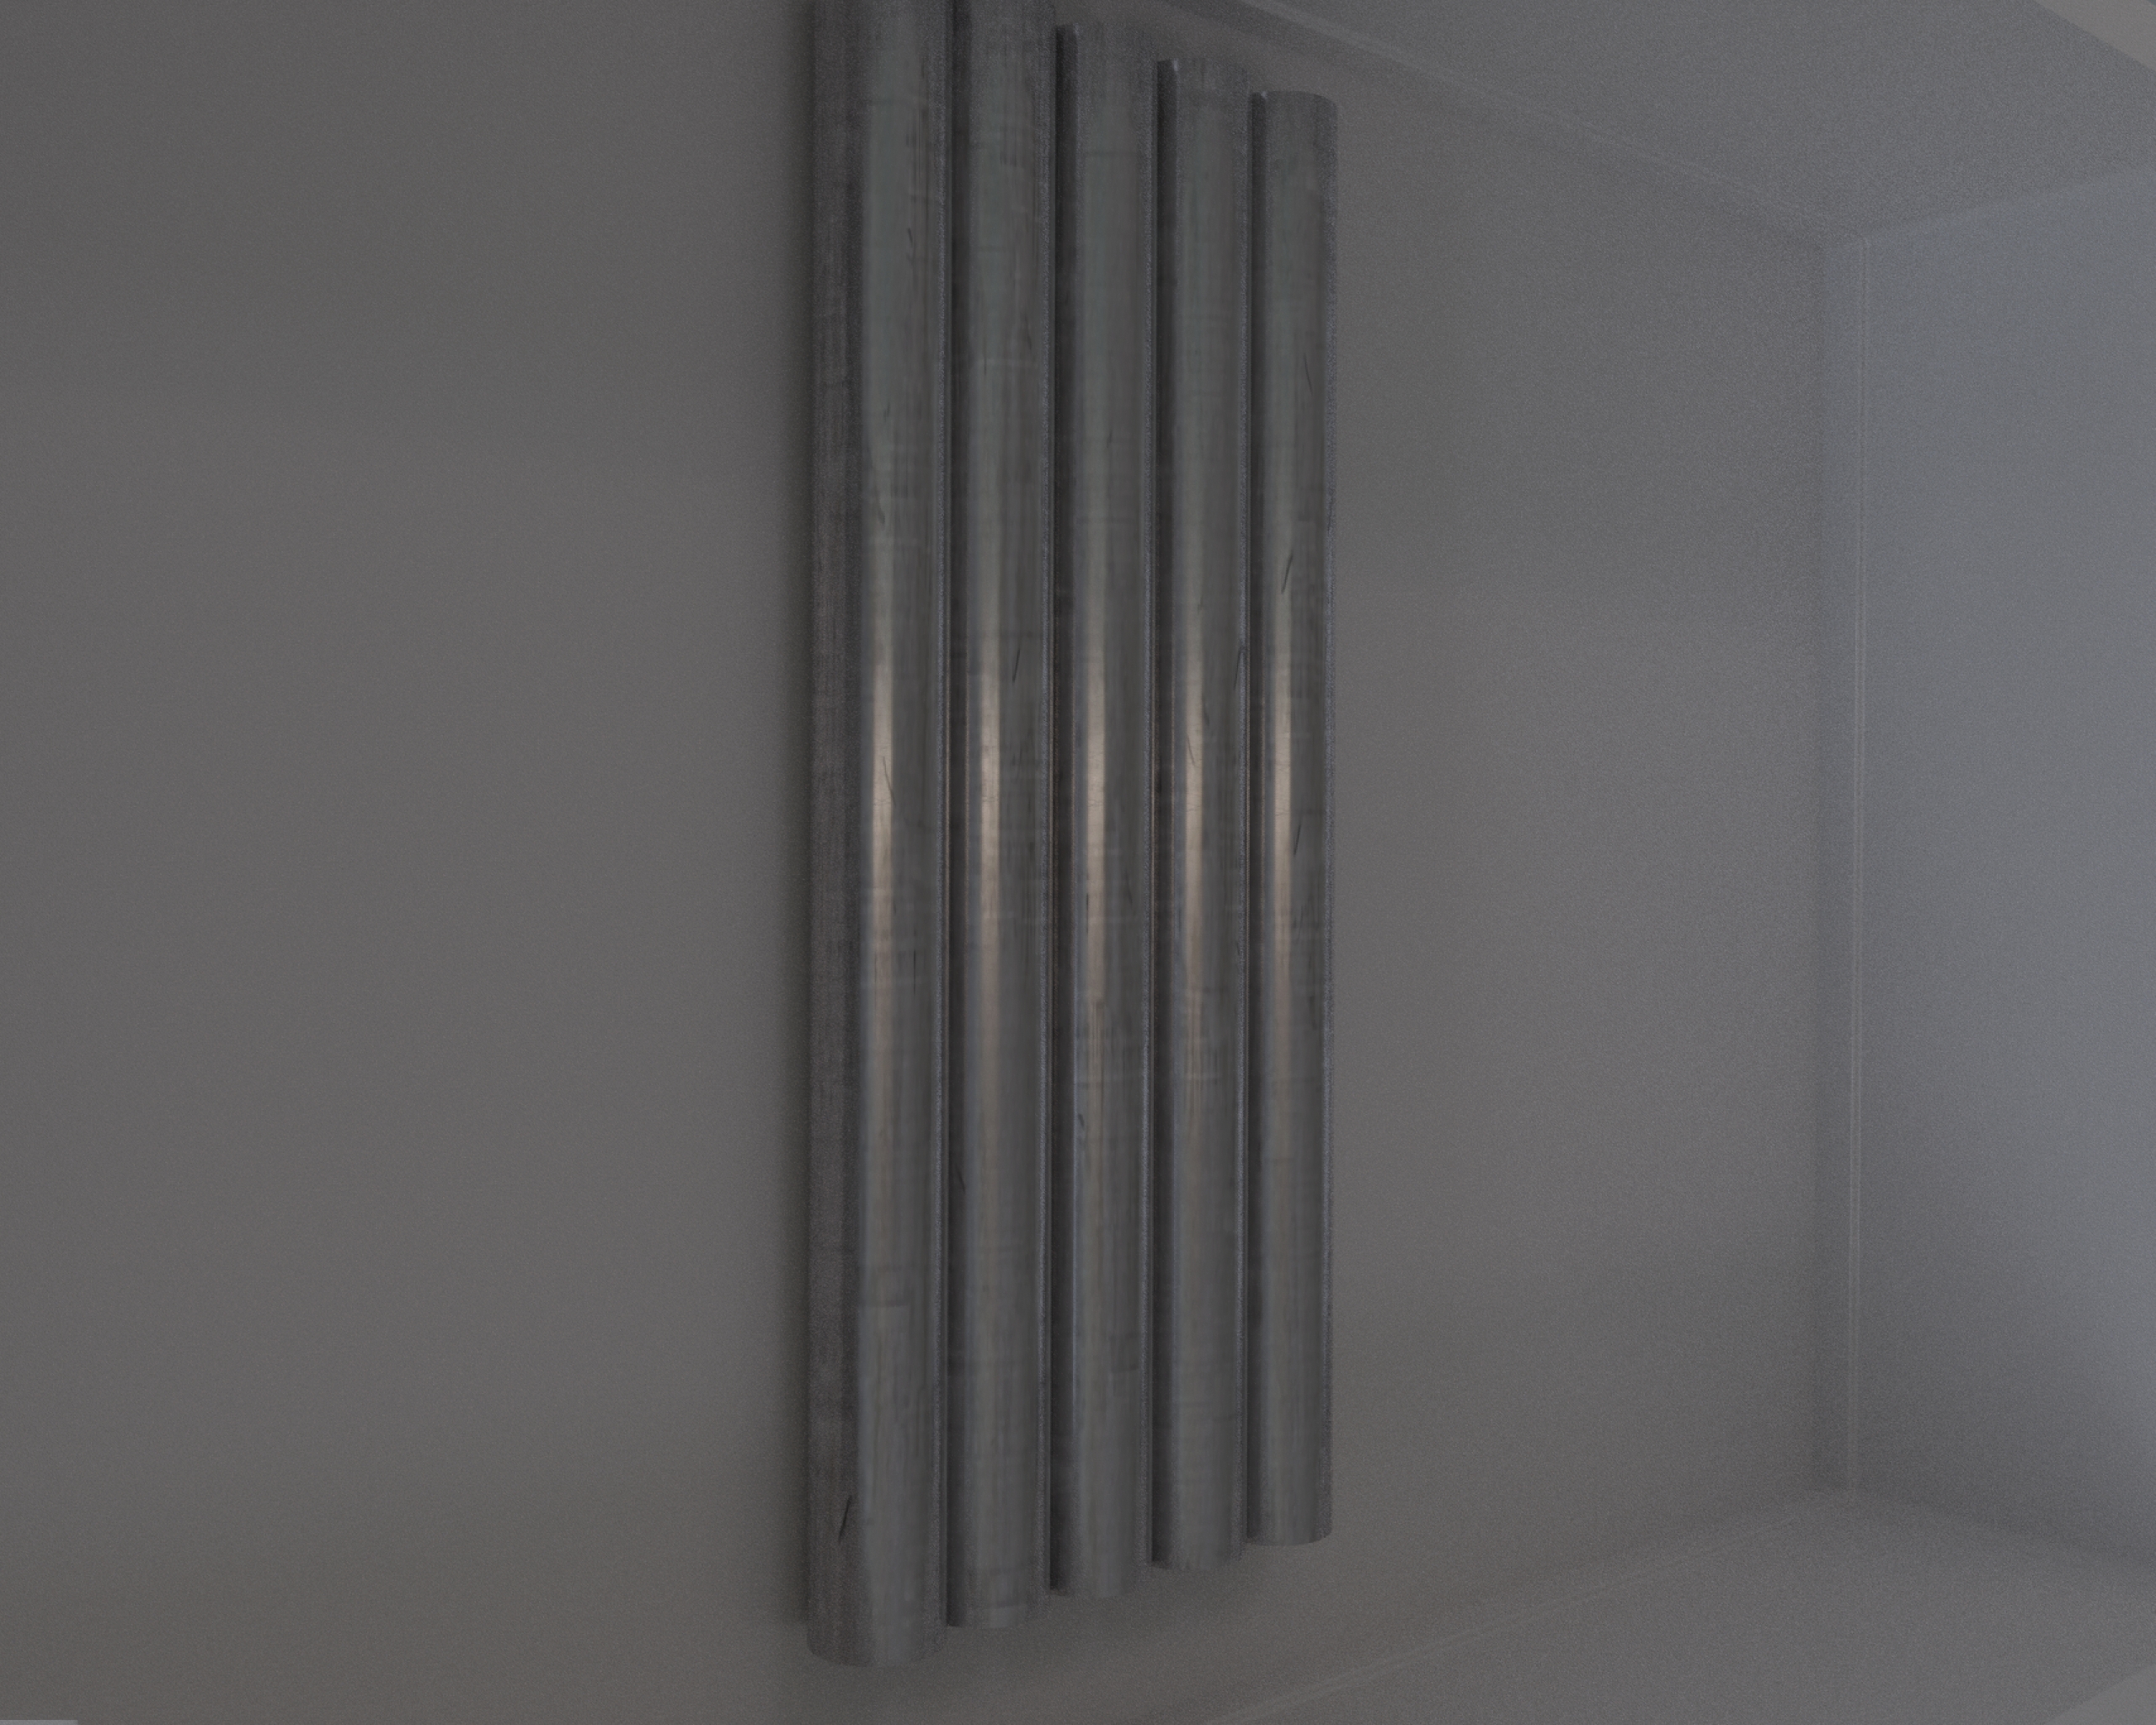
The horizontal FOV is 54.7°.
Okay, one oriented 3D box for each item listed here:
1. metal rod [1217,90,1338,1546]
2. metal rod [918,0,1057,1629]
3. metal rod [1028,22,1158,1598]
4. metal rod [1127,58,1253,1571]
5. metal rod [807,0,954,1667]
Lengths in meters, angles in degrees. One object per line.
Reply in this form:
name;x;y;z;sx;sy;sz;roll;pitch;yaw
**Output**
metal rod;0.042;-0.009;0.440;0.025;0.025;0.298;0;90;-40
metal rod;-0.017;-0.010;0.390;0.025;0.025;0.298;0;90;-40
metal rod;0.003;-0.010;0.407;0.025;0.025;0.298;0;90;-40
metal rod;0.022;-0.010;0.423;0.025;0.025;0.298;0;90;-40
metal rod;-0.035;-0.009;0.375;0.025;0.025;0.298;0;90;-40
